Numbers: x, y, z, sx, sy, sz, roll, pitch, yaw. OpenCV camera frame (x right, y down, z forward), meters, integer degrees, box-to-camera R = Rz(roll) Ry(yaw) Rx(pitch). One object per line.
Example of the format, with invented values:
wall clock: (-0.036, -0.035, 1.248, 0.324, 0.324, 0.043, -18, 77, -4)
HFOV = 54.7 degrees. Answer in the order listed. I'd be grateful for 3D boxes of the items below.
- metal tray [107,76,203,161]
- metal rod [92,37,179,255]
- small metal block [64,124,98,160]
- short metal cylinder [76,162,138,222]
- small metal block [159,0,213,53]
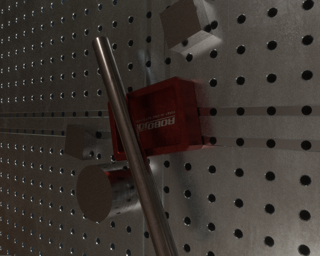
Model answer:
metal tray: (-0.012, -0.008, 0.413, 0.130, 0.030, 0.089, -13, 82, 39)
metal rod: (-0.037, 0.016, 0.397, 0.025, 0.025, 0.299, -30, 72, 36)
small metal block: (-0.132, 0.023, 0.515, 0.050, 0.025, 0.050, 14, 99, 39)
short metal cylinder: (-0.078, 0.092, 0.455, 0.080, 0.050, 0.079, 0, 90, 39)
small metal block: (0.031, -0.128, 0.382, 0.050, 0.025, 0.050, -22, 76, 37)
